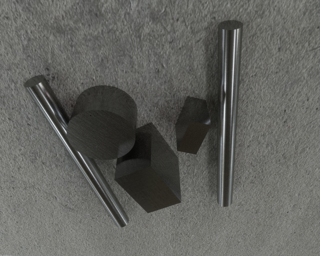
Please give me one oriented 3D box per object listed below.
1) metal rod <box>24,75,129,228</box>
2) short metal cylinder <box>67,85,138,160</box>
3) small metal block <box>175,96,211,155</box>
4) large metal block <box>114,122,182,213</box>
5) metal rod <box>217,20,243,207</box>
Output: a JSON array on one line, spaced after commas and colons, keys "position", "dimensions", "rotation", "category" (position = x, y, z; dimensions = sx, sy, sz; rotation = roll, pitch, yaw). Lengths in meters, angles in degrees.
[{"position": [-0.106, 0.055, 0.452], "dimensions": [0.025, 0.025, 0.299], "rotation": [-12, 130, 9], "category": "metal rod"}, {"position": [-0.069, -0.006, 0.385], "dimensions": [0.081, 0.050, 0.079], "rotation": [0, 130, 0], "category": "short metal cylinder"}, {"position": [0.040, -0.004, 0.389], "dimensions": [0.025, 0.050, 0.050], "rotation": [12, 129, -11], "category": "small metal block"}, {"position": [-0.014, 0.053, 0.416], "dimensions": [0.050, 0.080, 0.080], "rotation": [-23, 127, 18], "category": "large metal block"}, {"position": [0.089, 0.007, 0.414], "dimensions": [0.025, 0.025, 0.298], "rotation": [-5, 130, 4], "category": "metal rod"}]
